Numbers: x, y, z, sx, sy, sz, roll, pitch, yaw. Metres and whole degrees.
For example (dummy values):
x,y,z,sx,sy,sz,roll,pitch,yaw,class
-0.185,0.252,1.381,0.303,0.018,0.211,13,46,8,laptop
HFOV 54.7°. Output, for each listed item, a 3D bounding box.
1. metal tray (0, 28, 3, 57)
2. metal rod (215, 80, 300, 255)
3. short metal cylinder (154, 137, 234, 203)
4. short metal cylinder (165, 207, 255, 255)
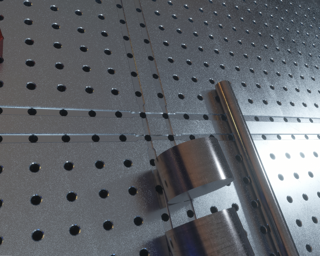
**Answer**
x,y,z,sx,sy,sz,roll,pitch,yaw,class
-0.245,-0.139,0.357,0.091,0.030,0.130,-13,68,-33,metal tray
0.137,0.061,0.444,0.025,0.025,0.299,-1,62,-29,metal rod
0.039,0.051,0.363,0.081,0.080,0.050,-6,65,-31,short metal cylinder
0.051,0.122,0.326,0.081,0.080,0.050,-7,65,-31,short metal cylinder
